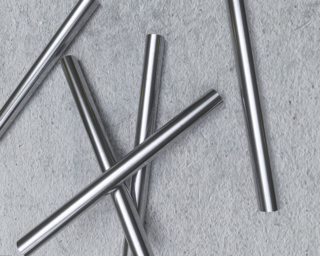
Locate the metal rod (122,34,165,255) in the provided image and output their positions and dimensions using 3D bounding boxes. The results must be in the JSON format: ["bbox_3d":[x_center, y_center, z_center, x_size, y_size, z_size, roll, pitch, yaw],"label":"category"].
[{"bbox_3d":[-0.023,0.027,0.416,0.025,0.025,0.298,7,92,19],"label":"metal rod"}]

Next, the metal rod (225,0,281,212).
[{"bbox_3d":[0.107,-0.052,0.371,0.025,0.025,0.298,-9,87,19],"label":"metal rod"}]

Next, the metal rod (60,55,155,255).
[{"bbox_3d":[-0.076,0.032,0.417,0.025,0.025,0.299,-29,74,17],"label":"metal rod"}]

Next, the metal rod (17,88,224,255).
[{"bbox_3d":[-0.047,0.053,0.381,0.301,0.025,0.025,-38,78,-2],"label":"metal rod"}]

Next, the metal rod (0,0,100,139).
[{"bbox_3d":[-0.193,-0.077,0.475,0.025,0.025,0.299,45,103,14],"label":"metal rod"}]
